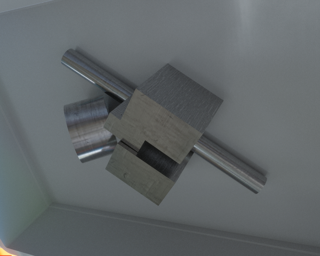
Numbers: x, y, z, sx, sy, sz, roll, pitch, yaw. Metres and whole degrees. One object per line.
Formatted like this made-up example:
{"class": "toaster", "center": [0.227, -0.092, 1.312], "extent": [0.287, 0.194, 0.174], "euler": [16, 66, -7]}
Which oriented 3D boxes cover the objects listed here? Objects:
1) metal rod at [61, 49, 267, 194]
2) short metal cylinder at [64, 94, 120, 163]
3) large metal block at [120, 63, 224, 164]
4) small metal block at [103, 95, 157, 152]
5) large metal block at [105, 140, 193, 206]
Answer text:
{"class": "metal rod", "center": [0.001, -0.012, 0.399], "extent": [0.301, 0.025, 0.025], "euler": [34, 129, 5]}
{"class": "short metal cylinder", "center": [-0.089, 0.001, 0.409], "extent": [0.050, 0.080, 0.079], "euler": [-17, 116, -8]}
{"class": "large metal block", "center": [0.015, -0.019, 0.352], "extent": [0.080, 0.080, 0.050], "euler": [35, 129, 5]}
{"class": "small metal block", "center": [-0.030, -0.007, 0.372], "extent": [0.050, 0.050, 0.025], "euler": [35, 129, 4]}
{"class": "large metal block", "center": [-0.009, 0.038, 0.399], "extent": [0.080, 0.080, 0.050], "euler": [34, 129, 5]}
